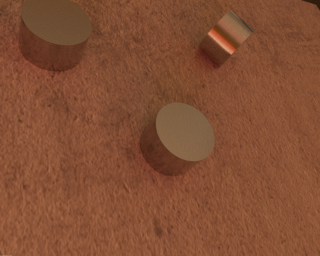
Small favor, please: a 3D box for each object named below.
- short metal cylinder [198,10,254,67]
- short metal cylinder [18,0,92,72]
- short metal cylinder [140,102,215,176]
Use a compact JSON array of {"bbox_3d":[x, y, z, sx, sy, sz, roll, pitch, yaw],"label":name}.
[{"bbox_3d":[0.111,-0.149,0.522,0.050,0.080,0.080,44,51,1],"label":"short metal cylinder"},{"bbox_3d":[-0.132,-0.118,0.389,0.081,0.050,0.080,14,56,-21],"label":"short metal cylinder"},{"bbox_3d":[0.021,0.015,0.392,0.081,0.050,0.080,14,56,-21],"label":"short metal cylinder"}]
